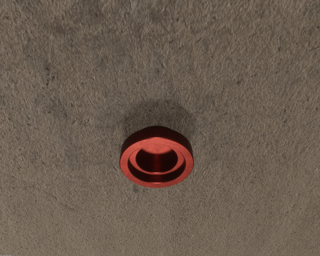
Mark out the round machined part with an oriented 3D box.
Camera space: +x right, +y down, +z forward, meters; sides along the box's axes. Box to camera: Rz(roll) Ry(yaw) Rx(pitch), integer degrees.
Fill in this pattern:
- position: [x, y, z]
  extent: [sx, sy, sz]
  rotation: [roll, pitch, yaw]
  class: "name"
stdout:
- position: [-0.004, 0.035, 0.426]
  extent: [0.099, 0.042, 0.097]
  rotation: [-1, 130, 0]
  class: "round machined part"
